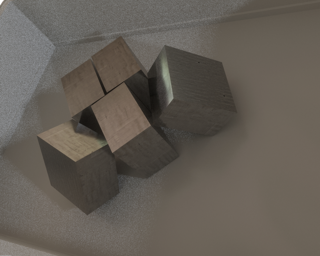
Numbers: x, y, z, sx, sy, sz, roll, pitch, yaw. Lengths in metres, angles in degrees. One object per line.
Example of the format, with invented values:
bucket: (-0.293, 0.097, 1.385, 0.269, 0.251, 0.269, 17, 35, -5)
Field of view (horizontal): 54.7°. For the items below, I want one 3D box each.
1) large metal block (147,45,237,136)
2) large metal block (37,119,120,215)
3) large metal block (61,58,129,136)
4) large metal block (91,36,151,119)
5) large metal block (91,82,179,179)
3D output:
large metal block: (0.035, -0.043, 0.367, 0.050, 0.081, 0.080, -52, 36, 46)
large metal block: (-0.099, 0.046, 0.382, 0.080, 0.079, 0.050, 24, 40, 36)
large metal block: (-0.086, -0.036, 0.434, 0.050, 0.080, 0.080, -33, 52, 7)
large metal block: (-0.042, -0.065, 0.429, 0.050, 0.080, 0.080, -34, 52, 6)
large metal block: (-0.030, 0.004, 0.380, 0.050, 0.080, 0.080, -36, 51, 4)
